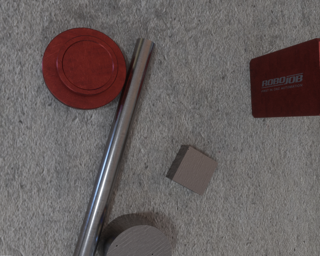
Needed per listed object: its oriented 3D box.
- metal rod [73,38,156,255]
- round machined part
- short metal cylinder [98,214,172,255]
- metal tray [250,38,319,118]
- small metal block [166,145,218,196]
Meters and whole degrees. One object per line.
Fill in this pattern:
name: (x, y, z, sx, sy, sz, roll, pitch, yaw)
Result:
metal rod: (-0.058, 0.032, 0.387, 0.025, 0.025, 0.299, 18, 84, -19)
round machined part: (-0.087, -0.071, 0.368, 0.099, 0.042, 0.097, 0, 90, -20)
short metal cylinder: (-0.032, 0.153, 0.384, 0.081, 0.050, 0.080, 0, 90, -20)
metal tray: (0.175, -0.060, 0.418, 0.030, 0.130, 0.089, -4, 92, -20)
small metal block: (0.044, 0.058, 0.426, 0.050, 0.025, 0.050, 31, 80, -18)
